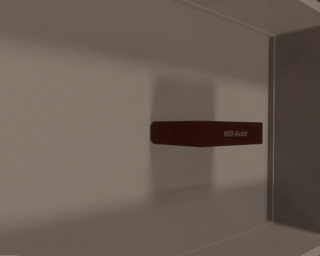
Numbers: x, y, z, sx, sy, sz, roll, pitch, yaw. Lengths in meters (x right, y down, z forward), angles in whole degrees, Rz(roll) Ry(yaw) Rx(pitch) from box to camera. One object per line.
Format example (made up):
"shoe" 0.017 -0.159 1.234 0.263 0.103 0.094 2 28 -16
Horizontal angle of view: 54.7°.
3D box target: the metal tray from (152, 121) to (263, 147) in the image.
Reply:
"metal tray" 0.066 0.007 0.421 0.131 0.090 0.030 0 90 -40
